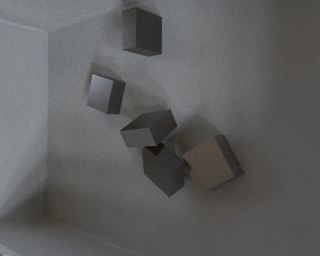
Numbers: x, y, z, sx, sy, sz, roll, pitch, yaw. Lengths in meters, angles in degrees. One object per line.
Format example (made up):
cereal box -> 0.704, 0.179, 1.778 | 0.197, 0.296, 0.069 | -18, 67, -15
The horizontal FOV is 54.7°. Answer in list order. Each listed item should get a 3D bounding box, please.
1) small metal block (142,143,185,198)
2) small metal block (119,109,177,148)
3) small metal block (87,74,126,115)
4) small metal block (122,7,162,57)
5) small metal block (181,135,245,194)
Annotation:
small metal block -> 0.004, 0.050, 0.389 | 0.050, 0.025, 0.050 | 38, 146, 33
small metal block -> -0.014, 0.001, 0.399 | 0.050, 0.050, 0.025 | -6, 114, 40
small metal block -> -0.083, -0.052, 0.476 | 0.050, 0.025, 0.050 | 22, 104, 37
small metal block -> -0.023, -0.125, 0.410 | 0.025, 0.050, 0.050 | 0, 90, 40
small metal block -> 0.060, 0.042, 0.357 | 0.050, 0.025, 0.050 | -37, 68, 34
